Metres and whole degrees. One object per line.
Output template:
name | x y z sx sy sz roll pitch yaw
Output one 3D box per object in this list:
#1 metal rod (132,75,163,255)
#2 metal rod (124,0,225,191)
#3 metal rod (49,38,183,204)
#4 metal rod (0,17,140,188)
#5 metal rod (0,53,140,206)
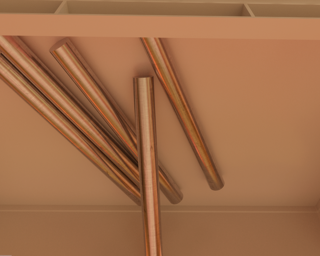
metal rod | -0.013 0.083 0.401 0.025 0.025 0.298 -2 106 2
metal rod | 0.032 -0.018 0.393 0.025 0.025 0.299 -17 128 14
metal rod | -0.041 0.012 0.418 0.025 0.025 0.299 -21 127 17
metal rod | -0.099 -0.011 0.398 0.025 0.025 0.300 -25 126 19
metal rod | -0.105 0.020 0.424 0.025 0.025 0.300 -25 126 19
